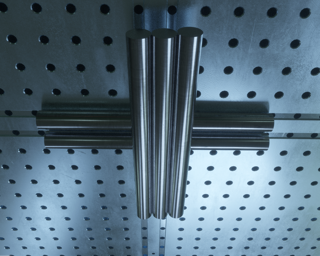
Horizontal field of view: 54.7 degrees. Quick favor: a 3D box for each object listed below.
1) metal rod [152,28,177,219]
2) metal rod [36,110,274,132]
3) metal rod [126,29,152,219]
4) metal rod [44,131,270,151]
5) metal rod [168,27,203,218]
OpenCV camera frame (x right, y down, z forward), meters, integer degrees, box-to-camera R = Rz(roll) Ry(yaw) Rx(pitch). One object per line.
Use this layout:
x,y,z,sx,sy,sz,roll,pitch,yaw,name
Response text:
0.002,0.021,0.397,0.025,0.025,0.298,0,130,-1,metal rod
-0.005,-0.009,0.404,0.302,0.025,0.025,1,130,-1,metal rod
-0.023,0.022,0.397,0.025,0.025,0.298,0,130,-1,metal rod
-0.003,0.018,0.427,0.302,0.025,0.025,1,130,-1,metal rod
0.027,0.020,0.397,0.025,0.025,0.298,0,130,-1,metal rod
